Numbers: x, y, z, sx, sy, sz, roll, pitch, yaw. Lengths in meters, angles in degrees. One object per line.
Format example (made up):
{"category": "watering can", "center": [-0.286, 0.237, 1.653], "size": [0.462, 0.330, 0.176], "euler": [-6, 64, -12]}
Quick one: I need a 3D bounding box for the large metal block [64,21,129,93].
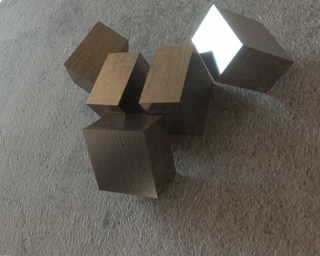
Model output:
{"category": "large metal block", "center": [-0.091, -0.097, 0.464], "size": [0.050, 0.080, 0.080], "euler": [34, 78, 1]}

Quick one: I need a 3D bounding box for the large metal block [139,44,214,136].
{"category": "large metal block", "center": [0.024, -0.044, 0.383], "size": [0.050, 0.080, 0.080], "euler": [1, 62, 28]}

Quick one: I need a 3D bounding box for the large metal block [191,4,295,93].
{"category": "large metal block", "center": [0.096, -0.092, 0.368], "size": [0.050, 0.081, 0.080], "euler": [-56, 40, 38]}

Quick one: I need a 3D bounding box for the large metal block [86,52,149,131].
{"category": "large metal block", "center": [-0.042, -0.044, 0.418], "size": [0.050, 0.080, 0.080], "euler": [5, 64, 30]}

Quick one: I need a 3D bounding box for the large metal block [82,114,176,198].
{"category": "large metal block", "center": [-0.034, 0.029, 0.360], "size": [0.080, 0.079, 0.050], "euler": [1, 23, 28]}
